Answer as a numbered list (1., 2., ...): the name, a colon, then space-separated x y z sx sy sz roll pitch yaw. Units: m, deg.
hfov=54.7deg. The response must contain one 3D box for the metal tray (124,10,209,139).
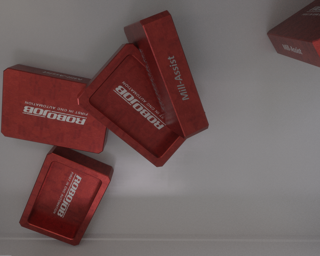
1. metal tray: 0.005 -0.059 0.352 0.030 0.090 0.129 -26 109 -10

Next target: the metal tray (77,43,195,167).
1. metal tray: -0.020 -0.026 0.372 0.130 0.030 0.090 41 90 -20

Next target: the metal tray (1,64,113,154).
1. metal tray: -0.130 -0.024 0.399 0.131 0.030 0.089 11 110 -5

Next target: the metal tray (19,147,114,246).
1. metal tray: -0.134 0.098 0.443 0.090 0.030 0.129 25 108 -9

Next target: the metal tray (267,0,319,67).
1. metal tray: 0.176 -0.107 0.317 0.090 0.130 0.030 -33 107 11
